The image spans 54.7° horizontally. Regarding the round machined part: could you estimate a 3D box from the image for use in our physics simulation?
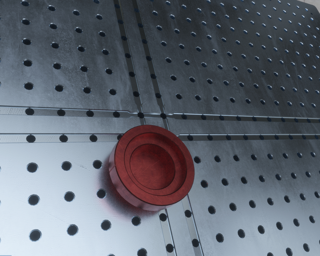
[{"bbox_3d":[-0.013,0.048,0.362,0.099,0.042,0.098,14,56,-21],"label":"round machined part"}]
